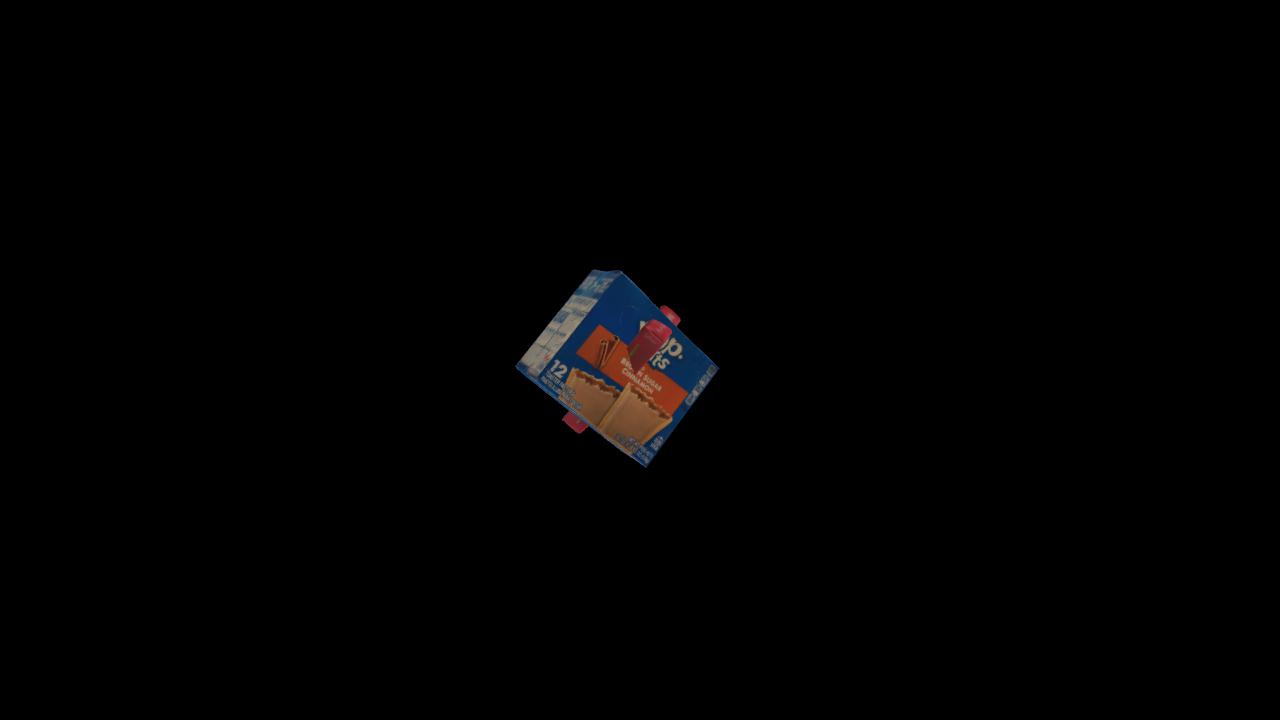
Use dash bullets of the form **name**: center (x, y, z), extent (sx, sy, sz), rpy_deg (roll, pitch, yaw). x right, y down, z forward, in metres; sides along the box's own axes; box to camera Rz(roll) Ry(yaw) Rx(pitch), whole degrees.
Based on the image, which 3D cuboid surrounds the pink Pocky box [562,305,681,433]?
- **pink Pocky box**: center (-0.020, 0.010, 0.683), extent (0.029, 0.155, 0.084), rpy_deg (41, 26, -2)

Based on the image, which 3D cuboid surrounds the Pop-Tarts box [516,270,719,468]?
- **Pop-Tarts box**: center (-0.022, 0.008, 0.672), extent (0.167, 0.141, 0.083), rpy_deg (43, -11, -28)
